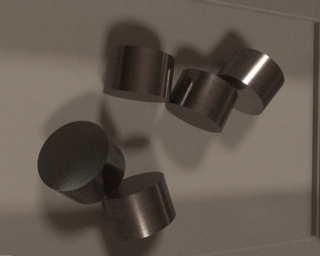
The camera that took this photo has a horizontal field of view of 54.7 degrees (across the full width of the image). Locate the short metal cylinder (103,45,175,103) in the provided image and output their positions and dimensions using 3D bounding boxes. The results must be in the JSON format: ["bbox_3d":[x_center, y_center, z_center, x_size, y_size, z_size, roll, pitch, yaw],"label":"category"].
[{"bbox_3d":[-0.025,-0.062,0.373,0.081,0.080,0.050,8,88,-20],"label":"short metal cylinder"}]

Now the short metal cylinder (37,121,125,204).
[{"bbox_3d":[-0.085,0.039,0.344,0.080,0.050,0.080,-7,60,12],"label":"short metal cylinder"}]

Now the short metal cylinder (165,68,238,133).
[{"bbox_3d":[0.054,-0.034,0.402,0.080,0.080,0.050,30,80,-18],"label":"short metal cylinder"}]

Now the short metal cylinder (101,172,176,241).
[{"bbox_3d":[-0.027,0.091,0.372,0.081,0.080,0.050,-19,97,-19],"label":"short metal cylinder"}]

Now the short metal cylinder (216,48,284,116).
[{"bbox_3d":[0.121,-0.062,0.427,0.080,0.080,0.050,43,76,-15],"label":"short metal cylinder"}]
